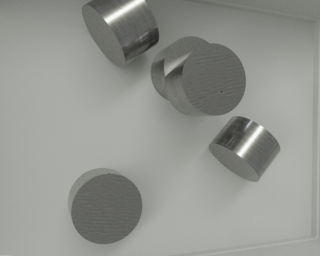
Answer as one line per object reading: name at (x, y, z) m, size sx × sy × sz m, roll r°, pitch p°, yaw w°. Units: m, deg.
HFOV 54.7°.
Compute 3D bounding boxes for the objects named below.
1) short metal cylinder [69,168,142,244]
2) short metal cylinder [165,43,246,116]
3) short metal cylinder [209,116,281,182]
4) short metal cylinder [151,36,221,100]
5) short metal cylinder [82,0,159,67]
short metal cylinder at (-0.067, 0.091, 0.373) m, size 0.081 × 0.050 × 0.079 m, roll 0°, pitch 90°, yaw -20°
short metal cylinder at (0.052, -0.054, 0.365) m, size 0.081 × 0.050 × 0.079 m, roll 0°, pitch 90°, yaw -21°
short metal cylinder at (0.115, 0.029, 0.425) m, size 0.080 × 0.080 × 0.050 m, roll 45°, pitch 76°, yaw -15°
short metal cylinder at (0.034, -0.075, 0.411) m, size 0.081 × 0.050 × 0.079 m, roll 0°, pitch 90°, yaw -21°
short metal cylinder at (-0.046, -0.119, 0.365) m, size 0.050 × 0.080 × 0.080 m, roll -38°, pitch 103°, yaw -16°
